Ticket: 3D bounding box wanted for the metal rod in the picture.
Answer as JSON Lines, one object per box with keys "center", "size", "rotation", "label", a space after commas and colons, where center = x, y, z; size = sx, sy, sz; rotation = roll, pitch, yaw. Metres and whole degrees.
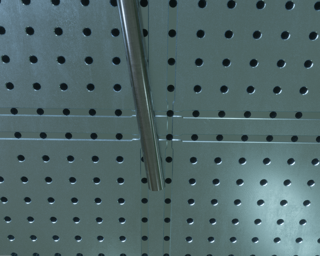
{"center": [-0.024, -0.055, 0.392], "size": [0.025, 0.025, 0.298], "rotation": [-7, 110, 3], "label": "metal rod"}
